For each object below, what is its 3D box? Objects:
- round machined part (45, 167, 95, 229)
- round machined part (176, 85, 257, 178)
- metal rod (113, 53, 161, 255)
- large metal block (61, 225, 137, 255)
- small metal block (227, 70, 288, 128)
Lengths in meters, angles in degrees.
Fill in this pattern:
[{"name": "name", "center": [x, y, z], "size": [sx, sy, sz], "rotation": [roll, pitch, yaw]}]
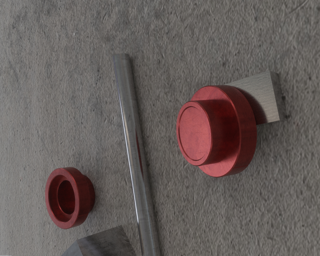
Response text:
[{"name": "round machined part", "center": [-0.145, 0.113, 0.514], "size": [0.098, 0.042, 0.097], "rotation": [0, 90, 40]}, {"name": "round machined part", "center": [0.052, 0.004, 0.328], "size": [0.098, 0.042, 0.097], "rotation": [21, 113, 61]}, {"name": "metal rod", "center": [-0.033, 0.042, 0.431], "size": [0.025, 0.025, 0.298], "rotation": [-16, 80, 39]}, {"name": "large metal block", "center": [-0.096, 0.192, 0.448], "size": [0.080, 0.081, 0.050], "rotation": [-48, 62, 29]}, {"name": "small metal block", "center": [0.099, -0.027, 0.323], "size": [0.050, 0.025, 0.050], "rotation": [-15, 81, 39]}]
